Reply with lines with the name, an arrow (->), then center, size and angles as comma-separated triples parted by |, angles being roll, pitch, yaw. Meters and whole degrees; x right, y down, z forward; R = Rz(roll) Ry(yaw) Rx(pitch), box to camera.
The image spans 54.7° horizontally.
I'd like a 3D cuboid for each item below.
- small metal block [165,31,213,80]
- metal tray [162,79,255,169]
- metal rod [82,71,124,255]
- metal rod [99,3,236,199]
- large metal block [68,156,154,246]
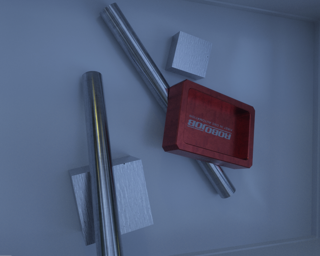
small metal block -> 0.040, -0.098, 0.426 | 0.050, 0.025, 0.050 | 14, 85, -20
metal tray -> 0.070, -0.001, 0.412 | 0.131, 0.030, 0.090 | 17, 72, -30
metal rod -> -0.058, 0.070, 0.320 | 0.025, 0.025, 0.299 | -1, 64, -20
metal rod -> 0.017, -0.028, 0.417 | 0.025, 0.025, 0.299 | -37, 102, -16
large metal block -> -0.061, 0.083, 0.376 | 0.081, 0.050, 0.079 | -12, 94, -20
